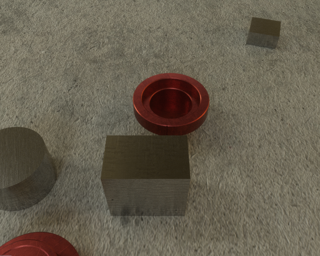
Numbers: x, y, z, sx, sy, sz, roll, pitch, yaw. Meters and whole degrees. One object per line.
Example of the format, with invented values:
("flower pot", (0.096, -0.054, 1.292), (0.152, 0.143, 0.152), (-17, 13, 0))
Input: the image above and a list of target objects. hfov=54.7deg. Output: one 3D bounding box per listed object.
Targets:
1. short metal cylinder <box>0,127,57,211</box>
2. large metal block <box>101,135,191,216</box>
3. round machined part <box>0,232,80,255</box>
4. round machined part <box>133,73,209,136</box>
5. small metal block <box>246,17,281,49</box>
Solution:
("short metal cylinder", (-0.163, 0.045, 0.347), (0.081, 0.050, 0.080), (0, 50, 0))
("large metal block", (-0.013, 0.052, 0.324), (0.081, 0.080, 0.050), (0, 50, -1))
("round machined part", (-0.118, 0.139, 0.274), (0.099, 0.042, 0.098), (0, 50, 0))
("round machined part", (0.014, -0.026, 0.414), (0.099, 0.042, 0.098), (0, 50, 0))
("small metal block", (0.183, -0.168, 0.547), (0.050, 0.025, 0.050), (13, 51, 10))
